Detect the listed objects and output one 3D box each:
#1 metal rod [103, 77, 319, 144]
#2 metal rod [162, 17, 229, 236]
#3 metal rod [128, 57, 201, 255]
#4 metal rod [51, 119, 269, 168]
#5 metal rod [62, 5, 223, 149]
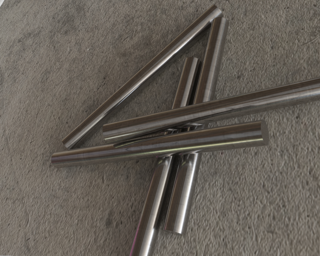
[{"bbox_3d":[0.079,-0.023,0.350,0.301,0.025,0.025,-12,56,12],"label":"metal rod"},{"bbox_3d":[0.051,-0.021,0.389,0.025,0.025,0.300,1,62,29],"label":"metal rod"},{"bbox_3d":[0.008,0.040,0.375,0.025,0.025,0.300,2,63,29],"label":"metal rod"},{"bbox_3d":[-0.025,0.025,0.373,0.300,0.025,0.025,-10,57,33],"label":"metal rod"},{"bbox_3d":[-0.025,-0.074,0.462,0.300,0.025,0.025,-42,51,-1],"label":"metal rod"}]
